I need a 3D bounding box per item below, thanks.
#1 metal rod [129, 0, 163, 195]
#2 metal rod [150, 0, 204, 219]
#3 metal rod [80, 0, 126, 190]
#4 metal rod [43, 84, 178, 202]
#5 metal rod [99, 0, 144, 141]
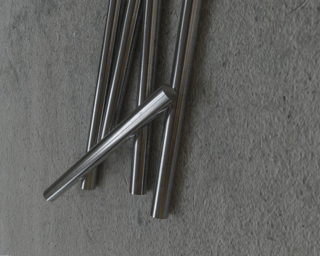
[{"bbox_3d":[-0.018,-0.059,0.419,0.025,0.025,0.298,8,95,40],"label":"metal rod"},{"bbox_3d":[0.021,-0.032,0.387,0.025,0.025,0.298,14,99,39],"label":"metal rod"},{"bbox_3d":[-0.089,-0.049,0.478,0.025,0.025,0.298,18,101,38],"label":"metal rod"},{"bbox_3d":[-0.087,0.036,0.442,0.299,0.025,0.025,-38,67,33],"label":"metal rod"},{"bbox_3d":[-0.050,-0.106,0.446,0.025,0.025,0.298,22,104,38],"label":"metal rod"}]
